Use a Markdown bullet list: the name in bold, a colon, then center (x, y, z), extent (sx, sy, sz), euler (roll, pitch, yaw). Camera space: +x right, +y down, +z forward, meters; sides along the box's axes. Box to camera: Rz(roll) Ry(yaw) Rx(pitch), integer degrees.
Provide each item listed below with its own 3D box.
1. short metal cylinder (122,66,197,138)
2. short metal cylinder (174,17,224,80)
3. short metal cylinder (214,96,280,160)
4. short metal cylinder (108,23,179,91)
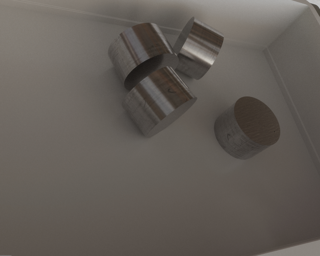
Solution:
- **short metal cylinder**: center (0.000, -0.032, 0.389), extent (0.081, 0.080, 0.050), euler (-32, 80, -38)
- **short metal cylinder**: center (0.053, -0.120, 0.472), extent (0.050, 0.080, 0.080), euler (25, 53, -13)
- **short metal cylinder**: center (0.128, 0.000, 0.458), extent (0.081, 0.050, 0.080), euler (14, 56, -21)
- **short metal cylinder**: center (-0.022, -0.093, 0.415), extent (0.081, 0.080, 0.050), euler (-17, 71, -35)
